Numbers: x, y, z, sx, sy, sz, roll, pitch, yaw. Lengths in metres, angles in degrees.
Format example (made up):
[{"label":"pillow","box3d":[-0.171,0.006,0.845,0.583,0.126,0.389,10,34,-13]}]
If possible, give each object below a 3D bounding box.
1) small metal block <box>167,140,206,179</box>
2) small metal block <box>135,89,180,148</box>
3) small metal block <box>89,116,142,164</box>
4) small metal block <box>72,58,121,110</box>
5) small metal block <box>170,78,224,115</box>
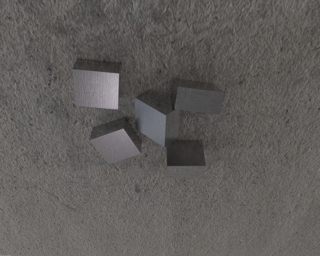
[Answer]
[{"label":"small metal block","box3d":[0.034,0.042,0.427,0.050,0.050,0.025,0,130,0]},{"label":"small metal block","box3d":[-0.004,-0.012,0.379,0.050,0.025,0.050,32,139,30]},{"label":"small metal block","box3d":[-0.059,0.018,0.421,0.050,0.025,0.050,-19,128,15]},{"label":"small metal block","box3d":[-0.073,-0.051,0.363,0.050,0.025,0.050,5,130,-4]},{"label":"small metal block","box3d":[0.041,-0.037,0.355,0.050,0.050,0.025,7,109,-6]}]
